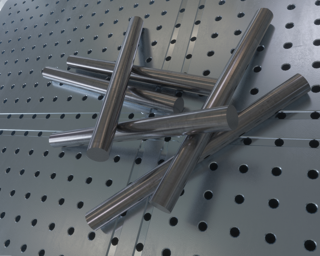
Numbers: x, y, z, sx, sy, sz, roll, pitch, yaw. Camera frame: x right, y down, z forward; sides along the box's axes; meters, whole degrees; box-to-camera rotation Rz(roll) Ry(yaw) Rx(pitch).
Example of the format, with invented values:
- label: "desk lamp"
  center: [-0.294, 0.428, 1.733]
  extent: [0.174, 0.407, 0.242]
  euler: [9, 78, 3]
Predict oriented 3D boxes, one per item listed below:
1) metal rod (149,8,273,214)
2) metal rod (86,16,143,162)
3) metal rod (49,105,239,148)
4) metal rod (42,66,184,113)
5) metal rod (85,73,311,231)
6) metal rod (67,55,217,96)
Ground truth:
- label: "metal rod"
  center: [0.072, -0.038, 0.370]
  extent: [0.025, 0.025, 0.300]
  euler: [15, 62, 34]
- label: "metal rod"
  center: [-0.054, -0.078, 0.442]
  extent: [0.025, 0.025, 0.300]
  euler: [-14, 42, 21]
- label: "metal rod"
  center: [-0.046, 0.005, 0.390]
  extent: [0.300, 0.025, 0.025]
  euler: [-7, 58, 39]
- label: "metal rod"
  center: [-0.093, -0.066, 0.498]
  extent: [0.300, 0.025, 0.025]
  euler: [18, 71, 35]
- label: "metal rod"
  center: [0.040, 0.032, 0.368]
  extent: [0.300, 0.025, 0.025]
  euler: [-34, 51, 5]
- label: "metal rod"
  center: [-0.042, -0.086, 0.484]
  extent: [0.300, 0.025, 0.025]
  euler: [17, 70, 34]
